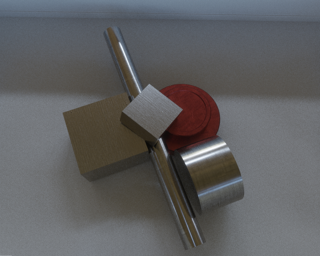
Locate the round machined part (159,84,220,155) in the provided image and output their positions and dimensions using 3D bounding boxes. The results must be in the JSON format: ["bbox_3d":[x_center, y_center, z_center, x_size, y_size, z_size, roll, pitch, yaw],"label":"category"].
[{"bbox_3d":[0.030,-0.015,0.404,0.099,0.042,0.098,0,70,-1],"label":"round machined part"}]

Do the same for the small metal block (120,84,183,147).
[{"bbox_3d":[-0.010,-0.015,0.362,0.050,0.025,0.050,38,63,5],"label":"small metal block"}]

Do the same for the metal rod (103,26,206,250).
[{"bbox_3d":[-0.014,-0.002,0.386,0.025,0.025,0.299,-20,71,-7],"label":"metal rod"}]

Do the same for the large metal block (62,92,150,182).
[{"bbox_3d":[-0.065,0.012,0.387,0.081,0.050,0.080,-19,71,-7],"label":"large metal block"}]

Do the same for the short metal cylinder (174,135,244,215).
[{"bbox_3d":[0.055,0.054,0.360,0.050,0.080,0.080,-20,72,-7],"label":"short metal cylinder"}]
